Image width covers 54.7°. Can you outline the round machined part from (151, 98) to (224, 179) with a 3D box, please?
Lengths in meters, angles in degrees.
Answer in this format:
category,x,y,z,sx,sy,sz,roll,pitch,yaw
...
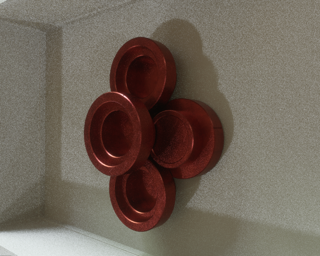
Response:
category,x,y,z,sx,sy,sz,roll,pitch,yaw
round machined part,0.023,0.013,0.372,0.098,0.042,0.097,0,90,39

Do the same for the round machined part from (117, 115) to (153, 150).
category,x,y,z,sx,sy,sz,roll,pitch,yaw
round machined part,-0.053,0.009,0.435,0.098,0.042,0.097,0,90,39

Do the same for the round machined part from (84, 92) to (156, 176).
category,x,y,z,sx,sy,sz,roll,pitch,yaw
round machined part,-0.044,0.007,0.373,0.098,0.042,0.097,0,90,39

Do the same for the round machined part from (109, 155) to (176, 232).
category,x,y,z,sx,sy,sz,roll,pitch,yaw
round machined part,-0.018,0.081,0.406,0.098,0.042,0.097,0,90,39

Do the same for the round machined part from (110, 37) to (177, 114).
category,x,y,z,sx,sy,sz,roll,pitch,yaw
round machined part,-0.017,-0.065,0.405,0.098,0.042,0.097,0,90,39
